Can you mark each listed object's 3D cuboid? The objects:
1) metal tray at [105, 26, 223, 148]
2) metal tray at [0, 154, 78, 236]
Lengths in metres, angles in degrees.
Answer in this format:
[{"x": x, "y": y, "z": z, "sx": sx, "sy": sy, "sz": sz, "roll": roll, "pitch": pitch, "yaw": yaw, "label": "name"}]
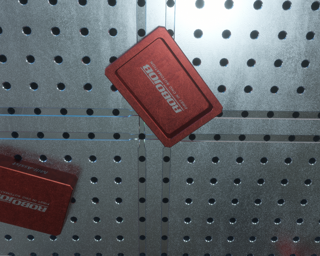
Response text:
[{"x": 0.006, "y": -0.050, "z": 0.392, "sx": 0.090, "sy": 0.030, "sz": 0.130, "roll": -36, "pitch": 107, "yaw": 12, "label": "metal tray"}, {"x": -0.194, "y": 0.095, "z": 0.443, "sx": 0.131, "sy": 0.030, "sz": 0.089, "roll": 17, "pitch": 109, "yaw": -7, "label": "metal tray"}]
